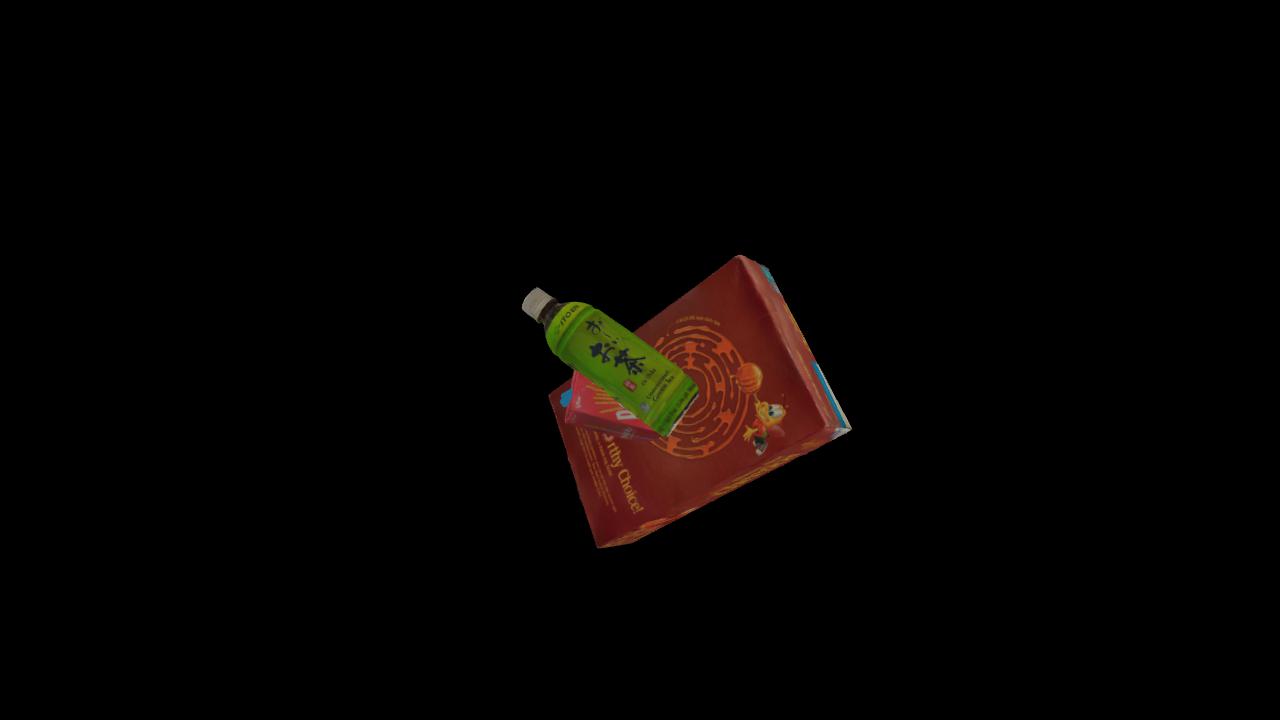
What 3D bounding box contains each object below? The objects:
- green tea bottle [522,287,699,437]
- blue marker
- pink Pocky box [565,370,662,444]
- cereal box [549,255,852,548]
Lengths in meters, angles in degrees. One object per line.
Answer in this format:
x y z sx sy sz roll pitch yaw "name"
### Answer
-0.035 -0.006 0.658 0.212 0.073 0.073 36 7 9 "green tea bottle"
-0.038 0.019 0.677 0.121 0.020 0.020 -31 18 -33 "blue marker"
-0.001 0.049 0.675 0.155 0.084 0.029 16 -44 -11 "pink Pocky box"
0.048 0.055 0.682 0.306 0.203 0.081 -35 -27 27 "cereal box"
